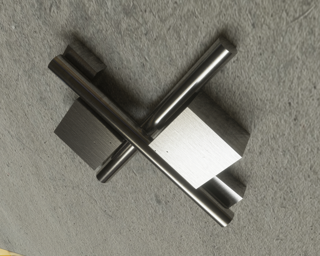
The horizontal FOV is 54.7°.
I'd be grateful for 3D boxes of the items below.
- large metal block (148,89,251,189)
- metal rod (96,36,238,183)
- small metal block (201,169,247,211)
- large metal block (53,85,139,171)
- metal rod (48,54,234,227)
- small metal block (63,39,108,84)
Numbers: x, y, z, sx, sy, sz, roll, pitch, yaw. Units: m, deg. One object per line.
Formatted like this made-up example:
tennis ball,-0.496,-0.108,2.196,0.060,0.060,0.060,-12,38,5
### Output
large metal block,0.047,0.015,0.376,0.080,0.050,0.080,43,129,-2
metal rod,-0.011,-0.003,0.413,0.025,0.025,0.298,43,129,-2
small metal block,0.079,0.083,0.419,0.050,0.025,0.050,40,129,1
large metal block,-0.090,0.001,0.438,0.080,0.050,0.080,45,129,-3
metal rod,-0.023,0.017,0.398,0.300,0.025,0.025,43,129,-2
small metal block,-0.106,-0.080,0.416,0.050,0.025,0.050,44,129,-3
